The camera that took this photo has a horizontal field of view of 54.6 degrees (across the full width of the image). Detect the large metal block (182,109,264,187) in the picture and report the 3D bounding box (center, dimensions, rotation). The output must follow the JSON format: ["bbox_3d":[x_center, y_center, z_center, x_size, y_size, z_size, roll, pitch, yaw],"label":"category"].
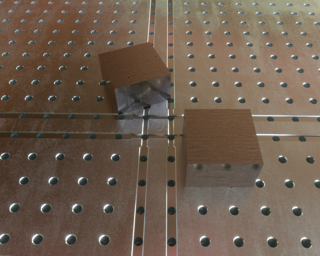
[{"bbox_3d":[0.070,0.023,0.372,0.080,0.050,0.080,0,50,0],"label":"large metal block"}]

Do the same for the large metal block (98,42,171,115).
[{"bbox_3d":[-0.037,-0.074,0.454,0.081,0.050,0.080,-18,52,-15],"label":"large metal block"}]
